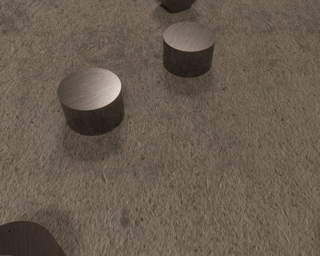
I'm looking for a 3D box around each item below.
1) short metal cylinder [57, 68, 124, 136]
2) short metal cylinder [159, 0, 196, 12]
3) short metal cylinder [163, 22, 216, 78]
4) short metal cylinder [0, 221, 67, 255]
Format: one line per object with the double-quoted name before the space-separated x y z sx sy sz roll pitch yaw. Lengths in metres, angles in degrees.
"short metal cylinder" -0.090 -0.036 0.416 0.081 0.050 0.080 0 50 0
"short metal cylinder" 0.031 -0.273 0.597 0.081 0.080 0.050 -26 55 -21
"short metal cylinder" 0.045 -0.125 0.493 0.081 0.050 0.080 0 50 0
"short metal cylinder" -0.125 0.131 0.275 0.081 0.050 0.080 0 50 0
